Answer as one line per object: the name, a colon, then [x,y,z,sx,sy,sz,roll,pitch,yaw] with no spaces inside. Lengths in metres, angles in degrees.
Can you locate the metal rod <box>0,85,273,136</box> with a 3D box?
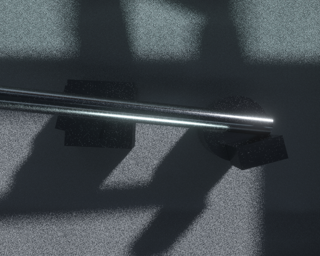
metal rod: [-0.023,-0.018,0.339,0.302,0.025,0.025,6,90,-8]

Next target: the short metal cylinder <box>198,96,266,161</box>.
short metal cylinder: [0.092,0.001,0.398,0.081,0.050,0.079,0,90,-1]

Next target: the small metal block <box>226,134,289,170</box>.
small metal block: [0.107,0.026,0.348,0.050,0.050,0.025,-14,90,0]

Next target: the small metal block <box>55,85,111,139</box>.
small metal block: [-0.087,-0.018,0.359,0.050,0.025,0.050,13,89,-1]

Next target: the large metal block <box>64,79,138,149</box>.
large metal block: [-0.072,-0.017,0.395,0.081,0.050,0.079,3,90,-1]
